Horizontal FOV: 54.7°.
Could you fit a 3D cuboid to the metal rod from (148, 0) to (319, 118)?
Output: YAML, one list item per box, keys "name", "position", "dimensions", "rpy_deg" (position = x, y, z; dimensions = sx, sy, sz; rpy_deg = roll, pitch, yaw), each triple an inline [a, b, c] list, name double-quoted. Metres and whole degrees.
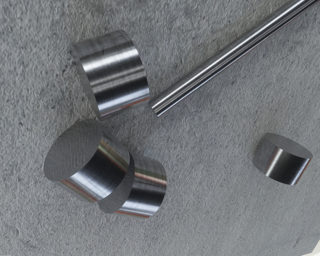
- name: "metal rod"
  position: [0.112, -0.110, 0.400]
  dimensions: [0.301, 0.025, 0.025]
  rpy_deg: [-36, 129, -4]

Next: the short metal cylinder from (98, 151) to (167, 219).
- name: "short metal cylinder"
  position: [-0.037, 0.072, 0.396]
  dimensions: [0.050, 0.080, 0.080]
  rpy_deg: [23, 106, -37]

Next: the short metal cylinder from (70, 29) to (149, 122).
- name: "short metal cylinder"
  position: [-0.051, -0.052, 0.311]
  dimensions: [0.050, 0.080, 0.080]
  rpy_deg: [-23, 127, -15]

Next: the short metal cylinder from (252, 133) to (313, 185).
- name: "short metal cylinder"
  position: [0.201, 0.050, 0.512]
  dimensions: [0.081, 0.080, 0.050]
  rpy_deg: [6, 115, -31]

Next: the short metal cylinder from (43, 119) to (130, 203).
- name: "short metal cylinder"
  position: [-0.082, 0.036, 0.349]
  dimensions: [0.080, 0.080, 0.050]
  rpy_deg: [-41, 129, -1]
